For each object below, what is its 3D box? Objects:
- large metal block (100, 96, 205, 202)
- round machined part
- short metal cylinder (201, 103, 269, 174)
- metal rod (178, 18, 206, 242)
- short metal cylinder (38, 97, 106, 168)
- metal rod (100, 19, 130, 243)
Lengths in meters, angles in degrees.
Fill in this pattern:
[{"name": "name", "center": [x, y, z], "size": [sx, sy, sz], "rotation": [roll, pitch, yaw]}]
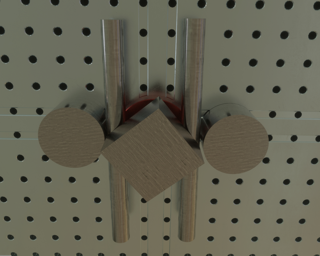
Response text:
[{"name": "large metal block", "center": [-0.008, 0.024, 0.358], "size": [0.080, 0.050, 0.080], "rotation": [-36, 106, 12]}, {"name": "round machined part", "center": [-0.008, 0.009, 0.408], "size": [0.099, 0.042, 0.097], "rotation": [0, 110, 0]}, {"name": "short metal cylinder", "center": [0.094, 0.013, 0.405], "size": [0.081, 0.050, 0.079], "rotation": [0, 110, 0]}, {"name": "metal rod", "center": [0.039, 0.017, 0.398], "size": [0.025, 0.025, 0.298], "rotation": [0, 110, 0]}, {"name": "short metal cylinder", "center": [-0.108, 0.004, 0.400], "size": [0.081, 0.050, 0.079], "rotation": [0, 110, 0]}, {"name": "metal rod", "center": [-0.055, 0.019, 0.397], "size": [0.025, 0.025, 0.298], "rotation": [0, 110, 0]}]
